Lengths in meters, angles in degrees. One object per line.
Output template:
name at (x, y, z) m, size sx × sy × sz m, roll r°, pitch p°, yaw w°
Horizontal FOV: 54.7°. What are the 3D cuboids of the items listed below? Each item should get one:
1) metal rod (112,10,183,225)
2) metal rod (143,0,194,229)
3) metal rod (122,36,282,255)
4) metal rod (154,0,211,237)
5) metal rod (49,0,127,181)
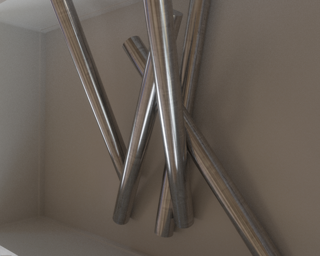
metal rod at (-0.024, 0.011, 0.373) m, size 0.025 × 0.025 × 0.298 m, roll 39°, pitch 130°, yaw 32°
metal rod at (0.011, -0.016, 0.315) m, size 0.025 × 0.025 × 0.298 m, roll 16°, pitch 126°, yaw 38°
metal rod at (0.040, 0.019, 0.347) m, size 0.025 × 0.025 × 0.299 m, roll -41°, pitch 73°, yaw 32°
metal rod at (0.027, -0.011, 0.383) m, size 0.025 × 0.025 × 0.298 m, roll 14°, pitch 99°, yaw 39°
metal rod at (-0.089, -0.062, 0.397) m, size 0.025 × 0.025 × 0.298 m, roll -1°, pitch 115°, yaw 40°
